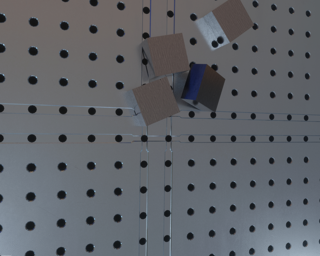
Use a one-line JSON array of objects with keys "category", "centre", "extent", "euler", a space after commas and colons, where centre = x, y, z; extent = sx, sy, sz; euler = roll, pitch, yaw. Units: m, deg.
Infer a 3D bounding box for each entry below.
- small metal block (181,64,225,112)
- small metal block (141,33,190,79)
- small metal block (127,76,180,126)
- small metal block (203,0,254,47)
[{"category": "small metal block", "centre": [0.060, -0.054, 0.423], "extent": [0.050, 0.025, 0.050], "euler": [24, 81, -47]}, {"category": "small metal block", "centre": [0.008, -0.096, 0.415], "extent": [0.050, 0.025, 0.050], "euler": [-14, 95, -19]}, {"category": "small metal block", "centre": [-0.008, -0.035, 0.409], "extent": [0.050, 0.025, 0.050], "euler": [-24, 98, -19]}, {"category": "small metal block", "centre": [0.100, -0.155, 0.449], "extent": [0.050, 0.025, 0.050], "euler": [-38, 102, -16]}]
